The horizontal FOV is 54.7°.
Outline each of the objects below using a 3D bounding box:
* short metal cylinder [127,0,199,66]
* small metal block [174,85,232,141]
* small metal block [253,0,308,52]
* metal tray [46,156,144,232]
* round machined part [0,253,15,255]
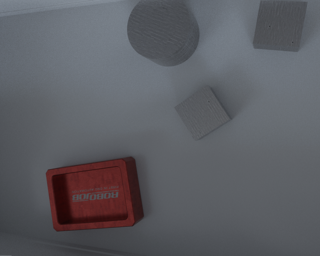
[{"bbox_3d":[0.006,-0.123,0.395,0.080,0.050,0.079,0,90,19],"label":"short metal cylinder"},{"bbox_3d":[0.055,-0.018,0.391,0.050,0.025,0.050,-34,79,16],"label":"small metal block"},{"bbox_3d":[0.139,-0.119,0.361,0.050,0.025,0.050,10,93,19],"label":"small metal block"},{"bbox_3d":[-0.094,0.094,0.439,0.130,0.030,0.089,-10,87,19],"label":"metal tray"},{"bbox_3d":[-0.244,0.237,0.480,0.098,0.042,0.097,4,104,16],"label":"round machined part"}]
